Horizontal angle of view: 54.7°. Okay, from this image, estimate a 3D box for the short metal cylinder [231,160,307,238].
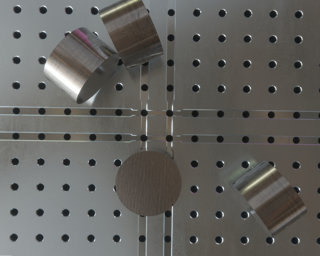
[{"bbox_3d":[0.134,0.088,0.387,0.050,0.080,0.080,-36,90,0],"label":"short metal cylinder"}]

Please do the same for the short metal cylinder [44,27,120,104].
[{"bbox_3d":[-0.095,-0.076,0.385,0.050,0.080,0.080,40,90,0],"label":"short metal cylinder"}]

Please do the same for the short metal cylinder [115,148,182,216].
[{"bbox_3d":[-0.014,0.067,0.401,0.081,0.050,0.079,0,90,0],"label":"short metal cylinder"}]

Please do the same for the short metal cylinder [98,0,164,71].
[{"bbox_3d":[-0.036,-0.118,0.385,0.050,0.080,0.080,-26,90,0],"label":"short metal cylinder"}]
